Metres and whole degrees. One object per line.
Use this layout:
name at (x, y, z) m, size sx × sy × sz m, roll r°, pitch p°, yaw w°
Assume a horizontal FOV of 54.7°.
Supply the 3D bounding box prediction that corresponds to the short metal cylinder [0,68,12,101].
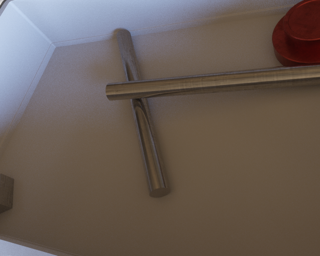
short metal cylinder at (-0.351, -0.091, 0.629) m, size 0.080 × 0.050 × 0.080 m, roll -13°, pitch 56°, yaw 20°

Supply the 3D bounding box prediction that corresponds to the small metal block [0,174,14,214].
small metal block at (-0.253, 0.105, 0.471) m, size 0.050 × 0.025 × 0.050 m, roll -25°, pitch 53°, yaw 12°

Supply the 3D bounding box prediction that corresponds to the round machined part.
round machined part at (0.185, -0.117, 0.369) m, size 0.098 × 0.042 × 0.098 m, roll -13°, pitch 56°, yaw 20°

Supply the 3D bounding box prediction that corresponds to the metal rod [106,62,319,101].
metal rod at (0.072, -0.056, 0.383) m, size 0.301 × 0.025 × 0.025 m, roll -2°, pitch 61°, yaw 20°

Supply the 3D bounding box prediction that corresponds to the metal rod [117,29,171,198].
metal rod at (-0.031, -0.042, 0.446) m, size 0.025 × 0.025 × 0.299 m, roll -24°, pitch 53°, yaw 13°
